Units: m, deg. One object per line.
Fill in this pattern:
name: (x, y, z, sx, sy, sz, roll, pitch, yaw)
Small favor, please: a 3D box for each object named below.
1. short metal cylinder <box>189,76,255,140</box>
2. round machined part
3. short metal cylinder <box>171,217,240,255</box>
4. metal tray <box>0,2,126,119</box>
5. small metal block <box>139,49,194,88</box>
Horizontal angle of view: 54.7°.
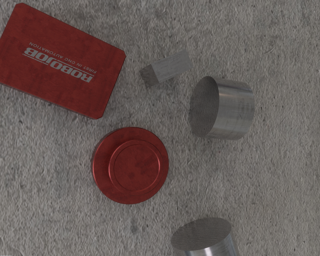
short metal cylinder: (0.079, -0.025, 0.409, 0.050, 0.080, 0.080, 6, 88, -20)
round machined part: (-0.034, 0.047, 0.388, 0.099, 0.042, 0.097, 0, 90, -20)
short metal cylinder: (0.060, 0.159, 0.403, 0.081, 0.080, 0.050, -19, 97, -19)
metal tray: (-0.117, -0.073, 0.363, 0.131, 0.030, 0.090, 22, 83, -19)
small metal block: (0.007, -0.076, 0.398, 0.050, 0.050, 0.025, -27, 99, -18)
